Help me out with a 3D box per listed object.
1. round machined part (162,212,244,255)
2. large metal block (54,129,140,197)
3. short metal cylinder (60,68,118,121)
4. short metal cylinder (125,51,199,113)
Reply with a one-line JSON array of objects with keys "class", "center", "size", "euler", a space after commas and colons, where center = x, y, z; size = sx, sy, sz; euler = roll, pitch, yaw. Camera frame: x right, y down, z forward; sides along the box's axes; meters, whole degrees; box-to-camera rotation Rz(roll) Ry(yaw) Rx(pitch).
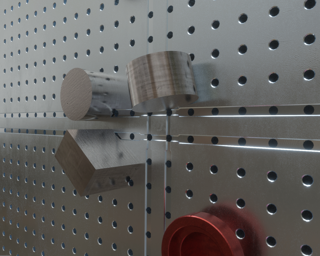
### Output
[{"class": "round machined part", "center": [0.052, 0.145, 0.355], "size": [0.098, 0.042, 0.097], "euler": [0, 90, 40]}, {"class": "large metal block", "center": [-0.091, 0.046, 0.448], "size": [0.080, 0.081, 0.050], "euler": [46, 118, 30]}, {"class": "short metal cylinder", "center": [-0.111, -0.051, 0.485], "size": [0.080, 0.050, 0.079], "euler": [0, 90, 40]}, {"class": "short metal cylinder", "center": [0.002, -0.053, 0.372], "size": [0.080, 0.081, 0.050], "euler": [-16, 80, 39]}]
